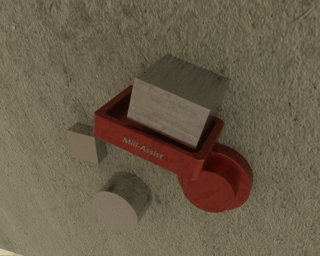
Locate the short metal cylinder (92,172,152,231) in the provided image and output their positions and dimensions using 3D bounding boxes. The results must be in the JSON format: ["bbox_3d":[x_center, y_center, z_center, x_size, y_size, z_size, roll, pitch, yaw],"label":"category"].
[{"bbox_3d":[-0.059,0.117,0.494,0.080,0.050,0.079,13,124,21],"label":"short metal cylinder"}]

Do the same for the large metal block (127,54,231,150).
[{"bbox_3d":[0.022,-0.033,0.339,0.080,0.080,0.050,25,127,12],"label":"large metal block"}]

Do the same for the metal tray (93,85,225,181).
[{"bbox_3d":[0.000,0.000,0.364,0.130,0.090,0.030,23,127,14],"label":"metal tray"}]

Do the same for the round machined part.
[{"bbox_3d":[0.068,0.071,0.404,0.098,0.042,0.097,13,124,21],"label":"round machined part"}]

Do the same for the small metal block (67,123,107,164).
[{"bbox_3d":[-0.113,0.024,0.481,0.050,0.025,0.050,13,124,21],"label":"small metal block"}]
